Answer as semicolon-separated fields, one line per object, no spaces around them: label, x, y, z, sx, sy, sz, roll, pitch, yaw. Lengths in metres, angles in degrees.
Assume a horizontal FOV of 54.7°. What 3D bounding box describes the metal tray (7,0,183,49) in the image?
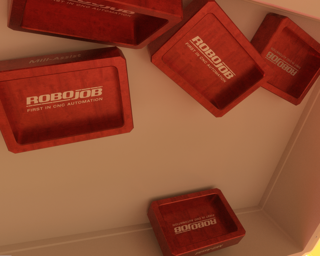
metal tray;-0.057;-0.105;0.269;0.131;0.090;0.030;1;85;-29

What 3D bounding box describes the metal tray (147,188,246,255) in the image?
metal tray;0.056;0.149;0.485;0.131;0.090;0.030;-5;136;-26

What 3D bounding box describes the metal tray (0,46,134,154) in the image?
metal tray;-0.098;-0.029;0.319;0.131;0.030;0.089;-11;124;-11

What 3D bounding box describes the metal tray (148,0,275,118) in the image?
metal tray;0.062;-0.079;0.365;0.090;0.030;0.130;-41;125;21

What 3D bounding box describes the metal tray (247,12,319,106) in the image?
metal tray;0.179;-0.094;0.444;0.131;0.030;0.090;18;109;-35
